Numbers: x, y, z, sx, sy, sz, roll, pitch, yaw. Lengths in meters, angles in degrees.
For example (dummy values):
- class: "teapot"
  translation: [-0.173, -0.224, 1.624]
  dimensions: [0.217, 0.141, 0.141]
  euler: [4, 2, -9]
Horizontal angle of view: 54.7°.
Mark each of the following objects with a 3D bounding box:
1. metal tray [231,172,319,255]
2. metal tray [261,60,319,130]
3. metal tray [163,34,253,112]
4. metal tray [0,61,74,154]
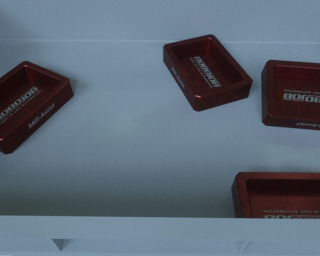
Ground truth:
- class: "metal tray"
  translation: [0.148, 0.092, 0.324]
  dimensions: [0.131, 0.030, 0.090]
  euler: [1, 50, 0]
- class: "metal tray"
  translation: [0.209, -0.044, 0.424]
  dimensions: [0.131, 0.030, 0.090]
  euler: [5, 66, 4]
- class: "metal tray"
  translation: [0.069, -0.089, 0.476]
  dimensions: [0.091, 0.030, 0.130]
  euler: [-16, 52, -14]
- class: "metal tray"
  translation: [-0.197, -0.034, 0.428]
  dimensions: [0.090, 0.030, 0.130]
  euler: [24, 54, 18]
